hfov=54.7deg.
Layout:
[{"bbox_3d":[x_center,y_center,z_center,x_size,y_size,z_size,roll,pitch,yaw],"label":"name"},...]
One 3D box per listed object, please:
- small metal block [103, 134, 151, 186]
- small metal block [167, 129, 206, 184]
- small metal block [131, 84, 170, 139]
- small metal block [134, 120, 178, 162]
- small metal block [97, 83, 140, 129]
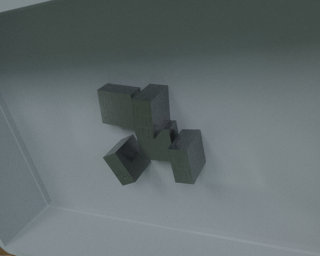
[{"bbox_3d":[-0.046,0.045,0.443,0.025,0.050,0.050,-22,107,36],"label":"small metal block"},{"bbox_3d":[0.036,0.035,0.395,0.025,0.050,0.050,1,119,28],"label":"small metal block"},{"bbox_3d":[-0.010,-0.022,0.383,0.025,0.050,0.050,9,122,23],"label":"small metal block"},{"bbox_3d":[-0.002,0.017,0.419,0.050,0.025,0.050,3,120,26],"label":"small metal block"},{"bbox_3d":[-0.053,-0.030,0.416,0.050,0.025,0.050,10,123,22],"label":"small metal block"}]
